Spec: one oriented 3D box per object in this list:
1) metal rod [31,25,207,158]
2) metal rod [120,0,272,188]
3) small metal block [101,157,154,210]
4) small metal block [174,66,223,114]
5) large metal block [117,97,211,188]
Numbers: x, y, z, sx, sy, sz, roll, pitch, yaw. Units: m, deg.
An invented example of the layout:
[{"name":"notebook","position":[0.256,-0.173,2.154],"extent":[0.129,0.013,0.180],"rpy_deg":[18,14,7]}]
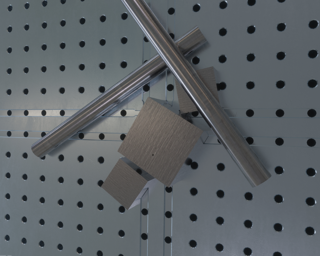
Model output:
[{"name":"metal rod","position":[-0.067,-0.043,0.436],"extent":[0.300,0.025,0.025],"rpy_deg":[-33,80,17]},{"name":"metal rod","position":[0.032,-0.062,0.374],"extent":[0.025,0.025,0.299],"rpy_deg":[-37,79,16]},{"name":"small metal block","position":[-0.044,0.075,0.428],"extent":[0.050,0.025,0.050],"rpy_deg":[37,102,16]},{"name":"small metal block","position":[0.050,-0.046,0.395],"extent":[0.050,0.025,0.050],"rpy_deg":[-11,87,19]},{"name":"large metal block","position":[0.007,0.016,0.397],"extent":[0.080,0.050,0.080],"rpy_deg":[33,101,17]}]
